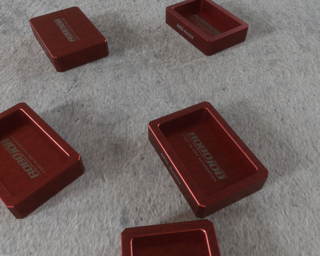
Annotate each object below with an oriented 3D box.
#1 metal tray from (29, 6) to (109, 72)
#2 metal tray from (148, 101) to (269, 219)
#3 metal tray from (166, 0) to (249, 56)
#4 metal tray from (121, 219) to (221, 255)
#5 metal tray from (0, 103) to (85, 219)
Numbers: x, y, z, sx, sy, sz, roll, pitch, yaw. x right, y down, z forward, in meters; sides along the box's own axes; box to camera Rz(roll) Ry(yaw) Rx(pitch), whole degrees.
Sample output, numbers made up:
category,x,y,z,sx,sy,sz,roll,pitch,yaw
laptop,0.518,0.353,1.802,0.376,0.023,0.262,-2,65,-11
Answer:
category,x,y,z,sx,sy,sz,roll,pitch,yaw
metal tray,-0.156,-0.155,0.528,0.091,0.030,0.130,-25,55,-20
metal tray,0.053,0.031,0.374,0.091,0.030,0.130,-21,53,-17
metal tray,0.082,-0.189,0.559,0.091,0.030,0.130,-27,55,-21
metal tray,0.014,0.152,0.272,0.091,0.030,0.130,-5,50,-5
metal tray,-0.166,0.032,0.370,0.130,0.030,0.091,37,59,26
